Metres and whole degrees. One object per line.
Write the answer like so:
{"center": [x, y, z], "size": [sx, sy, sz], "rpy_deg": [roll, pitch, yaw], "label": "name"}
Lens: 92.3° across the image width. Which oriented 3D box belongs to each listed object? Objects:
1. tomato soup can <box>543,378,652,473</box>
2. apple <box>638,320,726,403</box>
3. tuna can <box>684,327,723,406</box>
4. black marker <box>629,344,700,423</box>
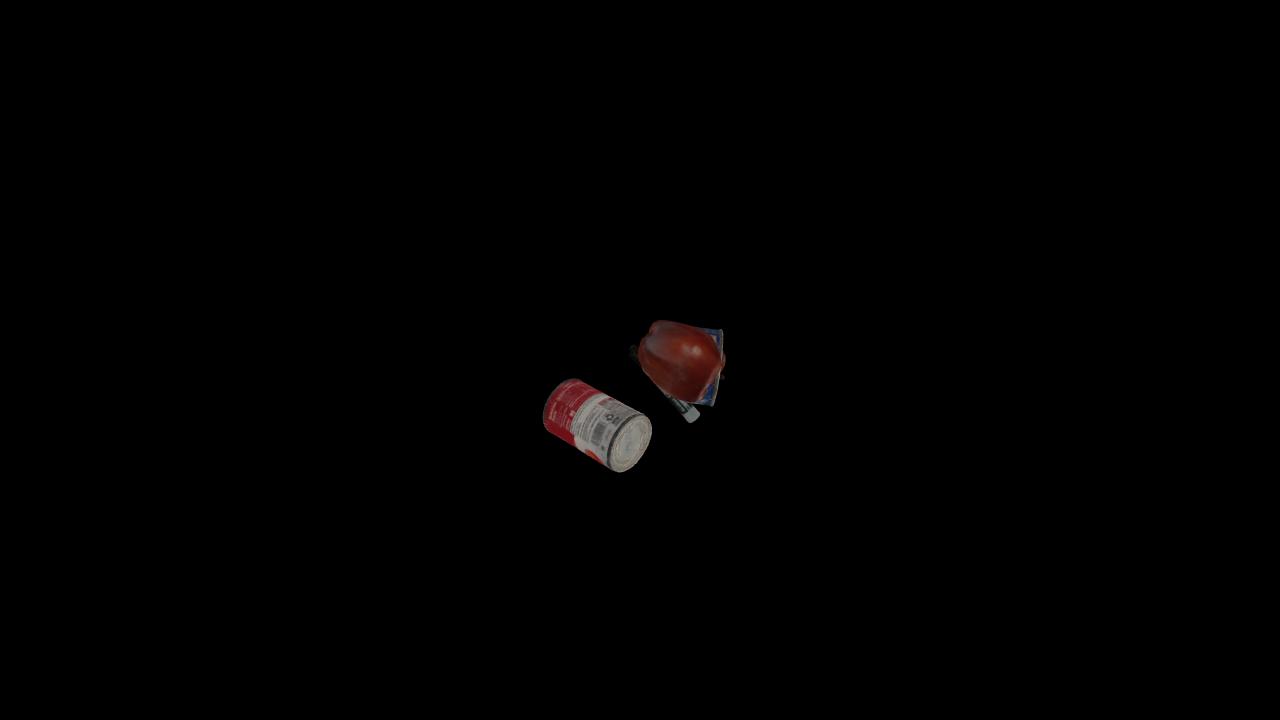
{"center": [-0.045, 0.068, 0.656], "size": [0.101, 0.068, 0.068], "rpy_deg": [24, 14, 34], "label": "tomato soup can"}
{"center": [0.045, -0.001, 0.641], "size": [0.093, 0.079, 0.079], "rpy_deg": [31, 3, 5], "label": "apple"}
{"center": [0.067, 0.007, 0.662], "size": [0.034, 0.084, 0.084], "rpy_deg": [7, 0, 1], "label": "tuna can"}
{"center": [0.029, 0.028, 0.754], "size": [0.020, 0.121, 0.020], "rpy_deg": [-40, 11, 9], "label": "black marker"}
